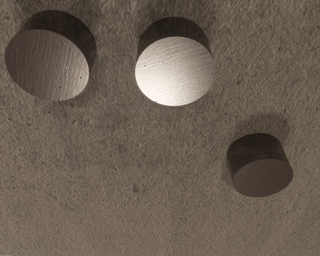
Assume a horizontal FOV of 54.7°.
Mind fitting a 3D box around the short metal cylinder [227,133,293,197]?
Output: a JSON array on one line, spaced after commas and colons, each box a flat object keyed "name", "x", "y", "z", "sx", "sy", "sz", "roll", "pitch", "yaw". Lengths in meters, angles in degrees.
[{"name": "short metal cylinder", "x": 0.139, "y": 0.053, "z": 0.439, "sx": 0.081, "sy": 0.050, "sz": 0.079, "roll": 0, "pitch": 130, "yaw": 0}]

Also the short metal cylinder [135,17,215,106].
[{"name": "short metal cylinder", "x": 0.015, "y": -0.070, "z": 0.331, "sx": 0.081, "sy": 0.050, "sz": 0.079, "roll": 0, "pitch": 130, "yaw": 0}]

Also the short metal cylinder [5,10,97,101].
[{"name": "short metal cylinder", "x": -0.111, "y": -0.075, "z": 0.325, "sx": 0.081, "sy": 0.050, "sz": 0.079, "roll": 0, "pitch": 130, "yaw": 0}]
